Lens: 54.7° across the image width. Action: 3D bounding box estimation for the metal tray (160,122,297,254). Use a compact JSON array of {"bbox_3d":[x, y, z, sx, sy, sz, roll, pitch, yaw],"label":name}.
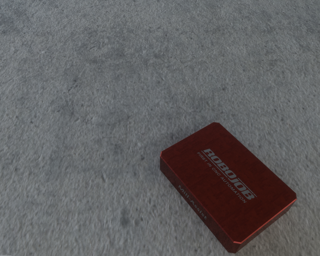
[{"bbox_3d":[0.072,0.060,0.351,0.091,0.030,0.130,-28,56,-22],"label":"metal tray"}]
